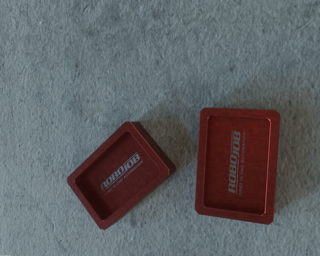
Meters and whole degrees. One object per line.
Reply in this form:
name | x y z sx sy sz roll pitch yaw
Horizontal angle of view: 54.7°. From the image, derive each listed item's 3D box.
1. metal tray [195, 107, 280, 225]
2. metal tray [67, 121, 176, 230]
metal tray | 0.093 0.042 0.373 0.090 0.030 0.129 4 91 19
metal tray | -0.055 0.064 0.424 0.130 0.030 0.090 -43 77 14
